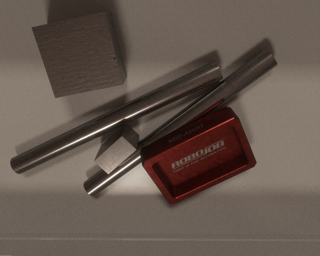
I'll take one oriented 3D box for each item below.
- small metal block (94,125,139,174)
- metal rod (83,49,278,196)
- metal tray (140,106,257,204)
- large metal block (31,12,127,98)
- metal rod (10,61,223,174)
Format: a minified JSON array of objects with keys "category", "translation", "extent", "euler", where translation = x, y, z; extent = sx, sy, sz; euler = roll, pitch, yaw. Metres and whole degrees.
[{"category":"small metal block","translation":[-0.056,0.026,0.407],"extent":[0.050,0.050,0.025],"euler":[-41,105,13]},{"category":"metal rod","translation":[0.018,0.000,0.411],"extent":[0.300,0.025,0.025],"euler":[-36,107,12]},{"category":"metal tray","translation":[0.051,0.039,0.408],"extent":[0.130,0.030,0.090],"euler":[-27,123,6]},{"category":"large metal block","translation":[-0.090,-0.087,0.365],"extent":[0.080,0.050,0.079],"euler":[-11,110,3]},{"category":"metal rod","translation":[-0.062,-0.010,0.406],"extent":[0.301,0.025,0.025],"euler":[-25,109,8]}]
